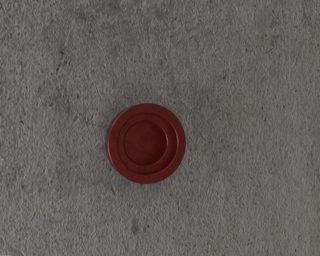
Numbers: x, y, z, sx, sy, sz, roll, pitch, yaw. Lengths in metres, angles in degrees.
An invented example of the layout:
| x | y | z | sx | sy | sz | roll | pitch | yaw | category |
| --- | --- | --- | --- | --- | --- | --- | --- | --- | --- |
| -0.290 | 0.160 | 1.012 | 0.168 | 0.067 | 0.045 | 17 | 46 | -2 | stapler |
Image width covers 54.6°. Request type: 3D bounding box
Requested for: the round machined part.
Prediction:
| x | y | z | sx | sy | sz | roll | pitch | yaw | category |
| --- | --- | --- | --- | --- | --- | --- | --- | --- | --- |
| -0.021 | 0.019 | 0.392 | 0.099 | 0.042 | 0.097 | 0 | 90 | -20 | round machined part |
